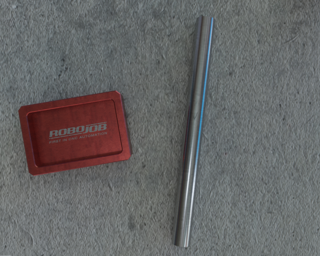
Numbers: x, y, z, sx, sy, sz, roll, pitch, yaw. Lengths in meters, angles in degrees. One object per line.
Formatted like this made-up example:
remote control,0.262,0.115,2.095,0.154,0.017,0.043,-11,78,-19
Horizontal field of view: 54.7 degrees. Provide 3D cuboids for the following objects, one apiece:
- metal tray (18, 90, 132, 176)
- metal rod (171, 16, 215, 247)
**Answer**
metal tray,-0.108,0.006,0.406,0.131,0.030,0.089,-10,90,-1
metal rod,0.044,0.005,0.410,0.025,0.025,0.298,6,90,-1
